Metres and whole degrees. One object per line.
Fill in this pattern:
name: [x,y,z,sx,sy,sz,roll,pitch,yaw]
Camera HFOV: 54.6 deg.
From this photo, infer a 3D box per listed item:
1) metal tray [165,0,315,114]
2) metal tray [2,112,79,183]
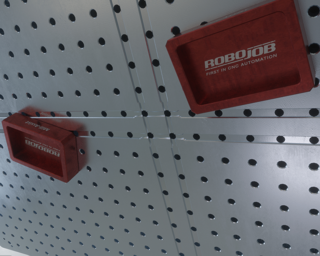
metal tray: [0.081,-0.070,0.321,0.130,0.030,0.090,-11,113,33]
metal tray: [-0.207,0.034,0.538,0.130,0.030,0.089,18,126,18]
